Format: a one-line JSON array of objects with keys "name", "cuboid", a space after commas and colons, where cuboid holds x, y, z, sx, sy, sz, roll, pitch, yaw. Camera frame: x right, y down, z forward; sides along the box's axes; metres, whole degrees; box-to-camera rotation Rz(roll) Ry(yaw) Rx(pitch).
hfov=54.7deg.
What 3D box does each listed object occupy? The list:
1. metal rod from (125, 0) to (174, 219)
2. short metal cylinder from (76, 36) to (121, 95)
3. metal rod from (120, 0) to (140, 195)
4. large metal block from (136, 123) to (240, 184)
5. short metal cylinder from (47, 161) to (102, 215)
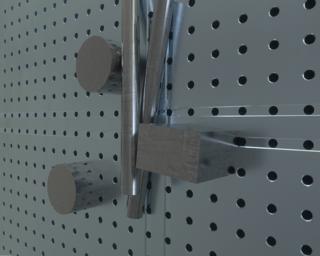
[{"name": "metal rod", "cuboid": [-0.015, -0.023, 0.421, 0.025, 0.025, 0.298, 14, 99, 39]}, {"name": "short metal cylinder", "cuboid": [-0.079, -0.091, 0.459, 0.080, 0.050, 0.079, 0, 90, 40]}, {"name": "metal rod", "cuboid": [-0.040, -0.063, 0.417, 0.025, 0.025, 0.298, -10, 76, 39]}, {"name": "large metal block", "cuboid": [0.032, 0.024, 0.347, 0.080, 0.081, 0.050, 8, 95, 39]}, {"name": "short metal cylinder", "cuboid": [-0.141, 0.097, 0.510, 0.080, 0.050, 0.079, 0, 90, 40]}]
